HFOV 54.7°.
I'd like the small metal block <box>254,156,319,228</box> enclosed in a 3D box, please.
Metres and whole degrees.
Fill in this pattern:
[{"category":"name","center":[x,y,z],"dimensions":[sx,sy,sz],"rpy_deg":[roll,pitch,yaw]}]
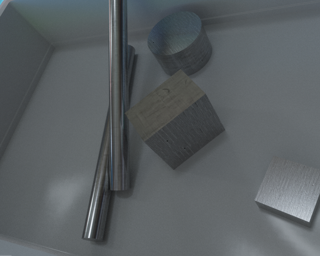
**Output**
[{"category":"small metal block","center":[0.128,0.061,0.301],"dimensions":[0.050,0.025,0.050],"rpy_deg":[18,71,34]}]

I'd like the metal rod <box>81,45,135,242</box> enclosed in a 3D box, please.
[{"category":"metal rod","center":[-0.066,0.002,0.437],"dimensions":[0.025,0.025,0.299],"rpy_deg":[-8,58,23]}]

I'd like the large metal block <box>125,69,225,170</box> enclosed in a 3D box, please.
[{"category":"large metal block","center":[0.020,-0.007,0.363],"dimensions":[0.080,0.080,0.050],"rpy_deg":[-38,51,2]}]

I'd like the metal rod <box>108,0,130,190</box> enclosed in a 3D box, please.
[{"category":"metal rod","center":[-0.054,-0.072,0.402],"dimensions":[0.025,0.025,0.298],"rpy_deg":[-5,83,25]}]

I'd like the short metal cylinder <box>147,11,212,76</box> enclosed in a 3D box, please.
[{"category":"short metal cylinder","center":[0.029,-0.120,0.447],"dimensions":[0.080,0.050,0.080],"rpy_deg":[-13,56,20]}]
